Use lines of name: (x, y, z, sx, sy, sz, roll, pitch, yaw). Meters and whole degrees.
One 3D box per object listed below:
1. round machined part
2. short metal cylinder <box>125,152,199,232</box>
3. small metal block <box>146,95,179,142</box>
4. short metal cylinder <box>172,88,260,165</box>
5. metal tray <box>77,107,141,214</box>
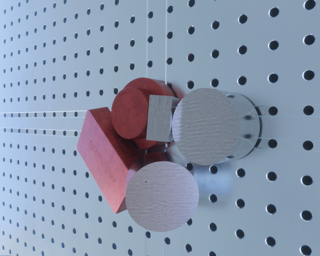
round machined part: (-0.028, -0.019, 0.415, 0.098, 0.042, 0.097, 0, 90, 40)
short metal cylinder: (0.000, 0.072, 0.360, 0.050, 0.081, 0.079, -132, 49, -80)
small metal block: (0.004, -0.011, 0.360, 0.025, 0.050, 0.050, 5, 93, 12)
short metal cylinder: (0.060, -0.002, 0.339, 0.080, 0.050, 0.079, 0, 90, 40)
metal tray: (-0.071, 0.044, 0.445, 0.130, 0.030, 0.089, 53, 136, 26)
